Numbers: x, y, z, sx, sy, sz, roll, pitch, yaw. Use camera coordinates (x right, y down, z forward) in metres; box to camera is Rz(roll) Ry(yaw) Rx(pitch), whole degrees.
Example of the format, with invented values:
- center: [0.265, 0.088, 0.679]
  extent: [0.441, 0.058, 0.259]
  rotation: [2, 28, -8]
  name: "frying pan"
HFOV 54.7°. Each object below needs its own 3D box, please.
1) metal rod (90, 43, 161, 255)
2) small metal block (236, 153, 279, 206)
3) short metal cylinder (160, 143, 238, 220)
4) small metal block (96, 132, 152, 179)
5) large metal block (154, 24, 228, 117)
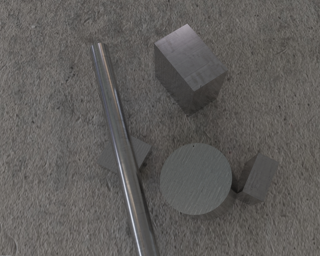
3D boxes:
- center: [-0.044, 0.028, 0.371]
  extent: [0.025, 0.025, 0.299]
  rotation: [-14, 71, -5]
  name: "metal rod"
- center: [0.113, 0.063, 0.373]
  extent: [0.025, 0.050, 0.050]
  rotation: [27, 72, 8]
  name: "small metal block"
- center: [0.046, 0.063, 0.359]
  extent: [0.080, 0.050, 0.080]
  rotation: [-8, 65, 18]
  name: "short metal cylinder"
- center: [-0.044, 0.036, 0.395]
  extent: [0.050, 0.025, 0.050]
  rotation: [26, 72, 9]
  name: "small metal block"
- center: [0.036, -0.072, 0.406]
  extent: [0.050, 0.080, 0.080]
  rotation: [-34, 74, -11]
  name: "large metal block"
